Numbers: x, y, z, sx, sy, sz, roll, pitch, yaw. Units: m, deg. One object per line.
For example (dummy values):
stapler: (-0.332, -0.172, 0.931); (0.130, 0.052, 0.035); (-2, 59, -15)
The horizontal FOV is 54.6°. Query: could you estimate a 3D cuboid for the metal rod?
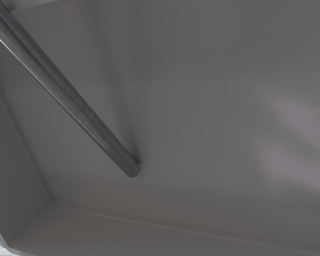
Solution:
metal rod: (-0.096, -0.022, 0.365); (0.025, 0.025, 0.300); (1, 145, 28)
